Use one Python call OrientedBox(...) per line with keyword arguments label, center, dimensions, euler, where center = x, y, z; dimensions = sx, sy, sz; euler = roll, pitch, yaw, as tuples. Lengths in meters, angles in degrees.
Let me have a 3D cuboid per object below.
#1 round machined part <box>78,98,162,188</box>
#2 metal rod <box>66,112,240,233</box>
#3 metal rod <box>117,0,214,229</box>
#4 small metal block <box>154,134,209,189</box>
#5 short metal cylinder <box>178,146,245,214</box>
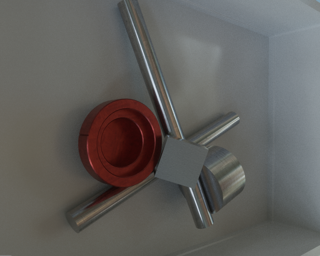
OrientedBox(label="round machined part", center=(-0.048, 0.016, 0.355), dimensions=(0.099, 0.042, 0.097), euler=(0, 90, -40))
OrientedBox(label="metal rod", center=(0.014, 0.043, 0.418), dimensions=(0.302, 0.025, 0.025), euler=(-29, 108, -37))
OrientedBox(label="metal rod", center=(0.010, -0.013, 0.392), dimensions=(0.025, 0.025, 0.298), euler=(-25, 99, -38))
OrientedBox(label="small metal block", center=(0.025, 0.040, 0.374), dimensions=(0.050, 0.025, 0.050), euler=(18, 95, -6))
OrientedBox(label="short metal cylinder", center=(0.069, 0.071, 0.430), dimensions=(0.050, 0.080, 0.080), euler=(-25, 106, -38))
